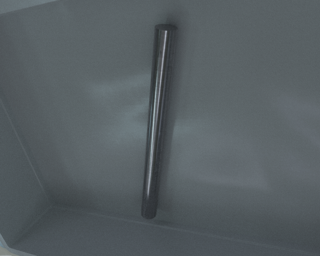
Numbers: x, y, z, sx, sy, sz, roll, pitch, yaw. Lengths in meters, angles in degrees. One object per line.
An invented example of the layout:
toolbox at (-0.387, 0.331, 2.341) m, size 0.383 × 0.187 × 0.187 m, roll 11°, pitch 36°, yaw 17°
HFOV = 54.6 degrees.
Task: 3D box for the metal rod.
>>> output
metal rod at (-0.006, 0.014, 0.418) m, size 0.025 × 0.025 × 0.298 m, roll 18°, pitch 126°, yaw 18°
